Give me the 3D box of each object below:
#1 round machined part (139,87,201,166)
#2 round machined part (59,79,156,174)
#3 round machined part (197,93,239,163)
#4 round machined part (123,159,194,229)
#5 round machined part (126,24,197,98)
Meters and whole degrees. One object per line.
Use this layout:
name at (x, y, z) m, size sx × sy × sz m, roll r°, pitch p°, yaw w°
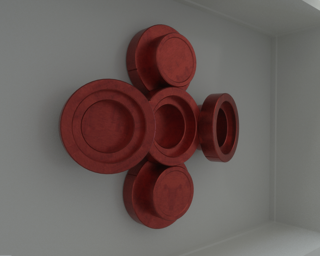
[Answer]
round machined part at (0.005, -0.002, 0.396) m, size 0.099 × 0.042 × 0.097 m, roll 0°, pitch 90°, yaw -40°
round machined part at (-0.058, -0.002, 0.334) m, size 0.099 × 0.042 × 0.097 m, roll 0°, pitch 90°, yaw -23°
round machined part at (0.077, 0.000, 0.447) m, size 0.099 × 0.042 × 0.097 m, roll -1°, pitch 91°, yaw -56°
round machined part at (0.005, 0.080, 0.398) m, size 0.099 × 0.042 × 0.097 m, roll 0°, pitch 90°, yaw -40°
round machined part at (0.009, -0.085, 0.400) m, size 0.099 × 0.042 × 0.097 m, roll 0°, pitch 90°, yaw -40°
